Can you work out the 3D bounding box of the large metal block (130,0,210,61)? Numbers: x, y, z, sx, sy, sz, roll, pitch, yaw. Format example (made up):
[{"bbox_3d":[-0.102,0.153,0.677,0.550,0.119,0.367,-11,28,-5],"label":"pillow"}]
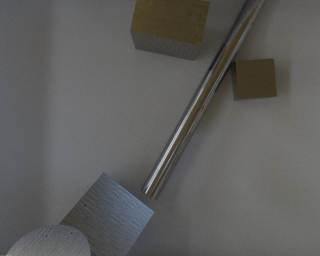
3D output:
[{"bbox_3d":[0.011,-0.124,0.384,0.080,0.080,0.050,12,90,-1],"label":"large metal block"}]

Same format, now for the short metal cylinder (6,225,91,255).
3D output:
[{"bbox_3d":[-0.108,0.145,0.309,0.081,0.080,0.050,1,123,-1],"label":"short metal cylinder"}]

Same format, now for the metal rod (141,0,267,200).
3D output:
[{"bbox_3d":[0.058,-0.042,0.412,0.025,0.025,0.299,29,90,-1],"label":"metal rod"}]

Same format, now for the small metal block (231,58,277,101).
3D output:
[{"bbox_3d":[0.125,-0.064,0.413,0.050,0.025,0.050,-4,90,-1],"label":"small metal block"}]

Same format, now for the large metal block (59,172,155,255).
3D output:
[{"bbox_3d":[-0.068,0.116,0.380,0.080,0.050,0.080,39,55,0],"label":"large metal block"}]
